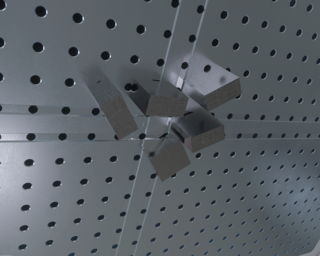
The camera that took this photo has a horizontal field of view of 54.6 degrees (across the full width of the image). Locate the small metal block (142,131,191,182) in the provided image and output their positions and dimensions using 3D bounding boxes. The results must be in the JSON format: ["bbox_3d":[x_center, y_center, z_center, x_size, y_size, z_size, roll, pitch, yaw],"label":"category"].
[{"bbox_3d":[0.010,0.041,0.441,0.050,0.025,0.050,-32,129,-8],"label":"small metal block"}]

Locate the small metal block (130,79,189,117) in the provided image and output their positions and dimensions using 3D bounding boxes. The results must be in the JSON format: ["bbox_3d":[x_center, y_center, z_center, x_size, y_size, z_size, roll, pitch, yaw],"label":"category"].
[{"bbox_3d":[-0.002,-0.036,0.371,0.050,0.050,0.025,1,118,-29],"label":"small metal block"}]

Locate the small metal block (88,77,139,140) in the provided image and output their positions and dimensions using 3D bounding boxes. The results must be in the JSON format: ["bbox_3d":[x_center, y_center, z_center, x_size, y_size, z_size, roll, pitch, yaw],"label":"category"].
[{"bbox_3d":[-0.053,-0.022,0.352,0.025,0.050,0.050,-31,129,-9],"label":"small metal block"}]

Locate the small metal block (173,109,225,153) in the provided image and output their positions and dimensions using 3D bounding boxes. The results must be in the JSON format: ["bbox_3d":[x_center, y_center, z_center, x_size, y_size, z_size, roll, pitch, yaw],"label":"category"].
[{"bbox_3d":[0.053,0.002,0.424,0.050,0.050,0.025,-21,127,-16],"label":"small metal block"}]

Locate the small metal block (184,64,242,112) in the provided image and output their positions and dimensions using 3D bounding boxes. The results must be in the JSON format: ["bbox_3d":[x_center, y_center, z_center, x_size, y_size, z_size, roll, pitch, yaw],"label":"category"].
[{"bbox_3d":[0.068,-0.053,0.399,0.050,0.050,0.025,-28,128,-11],"label":"small metal block"}]
